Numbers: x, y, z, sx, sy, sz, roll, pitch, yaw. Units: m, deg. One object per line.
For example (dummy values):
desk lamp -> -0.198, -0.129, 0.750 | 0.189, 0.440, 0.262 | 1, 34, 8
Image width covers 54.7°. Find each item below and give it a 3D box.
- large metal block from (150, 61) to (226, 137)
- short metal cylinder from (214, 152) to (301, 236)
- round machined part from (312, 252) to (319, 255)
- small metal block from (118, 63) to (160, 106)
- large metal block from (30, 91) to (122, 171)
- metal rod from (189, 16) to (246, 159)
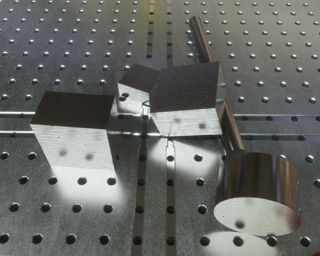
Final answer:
large metal block -> 0.040, -0.037, 0.405 | 0.080, 0.050, 0.080 | -3, 51, 21
short metal cylinder -> 0.098, 0.069, 0.315 | 0.080, 0.080, 0.050 | 10, 51, 8
round machined part -> 0.170, 0.154, 0.268 | 0.099, 0.042, 0.098 | 0, 50, 0
small metal block -> -0.027, -0.066, 0.463 | 0.050, 0.025, 0.050 | 20, 53, 16
large metal block -> -0.093, 0.005, 0.367 | 0.080, 0.080, 0.050 | 4, 50, 3
metal rod -> 0.079, -0.081, 0.476 | 0.025, 0.025, 0.300 | -4, 50, -4
